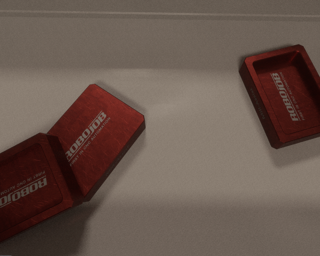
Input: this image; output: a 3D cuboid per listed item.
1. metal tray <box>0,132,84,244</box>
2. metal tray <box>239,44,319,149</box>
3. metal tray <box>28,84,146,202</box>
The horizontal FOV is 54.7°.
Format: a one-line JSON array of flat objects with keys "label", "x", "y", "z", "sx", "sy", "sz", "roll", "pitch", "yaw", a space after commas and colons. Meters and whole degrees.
[{"label": "metal tray", "x": -0.165, "y": 0.073, "z": 0.355, "sx": 0.130, "sy": 0.030, "sz": 0.090, "roll": -27, "pitch": 80, "yaw": 5}, {"label": "metal tray", "x": 0.176, "y": -0.045, "z": 0.425, "sx": 0.091, "sy": 0.030, "sz": 0.130, "roll": -15, "pitch": 71, "yaw": -6}, {"label": "metal tray", "x": -0.091, "y": 0.017, "z": 0.400, "sx": 0.090, "sy": 0.030, "sz": 0.130, "roll": 33, "pitch": 73, "yaw": 11}]
